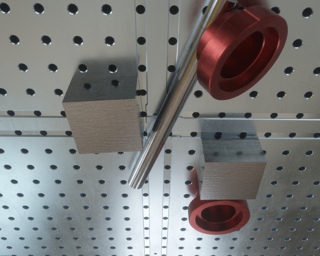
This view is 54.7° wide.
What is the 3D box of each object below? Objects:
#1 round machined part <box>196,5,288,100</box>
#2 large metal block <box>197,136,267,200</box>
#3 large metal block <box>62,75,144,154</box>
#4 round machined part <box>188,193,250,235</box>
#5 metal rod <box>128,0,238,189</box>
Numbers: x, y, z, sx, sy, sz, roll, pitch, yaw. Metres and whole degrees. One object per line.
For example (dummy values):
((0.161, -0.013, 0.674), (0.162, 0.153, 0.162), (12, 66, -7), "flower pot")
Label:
((0.076, -0.079, 0.314), (0.099, 0.042, 0.098), (-28, 148, -18), "round machined part")
((0.099, 0.058, 0.446), (0.081, 0.050, 0.079), (-1, 130, 0), "large metal block")
((-0.064, -0.016, 0.381), (0.080, 0.050, 0.079), (-3, 130, 2), "large metal block")
((0.096, 0.133, 0.514), (0.099, 0.042, 0.097), (0, 130, 0), "round machined part")
((0.013, -0.022, 0.393), (0.025, 0.025, 0.298), (15, 129, -13), "metal rod")
